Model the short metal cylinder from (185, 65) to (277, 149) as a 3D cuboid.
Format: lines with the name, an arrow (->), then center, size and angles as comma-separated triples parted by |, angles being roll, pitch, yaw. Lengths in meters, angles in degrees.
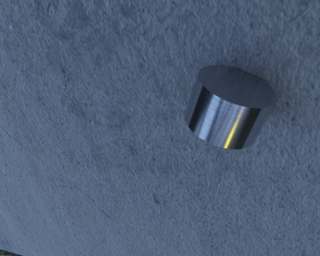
short metal cylinder -> 0.071, -0.023, 0.319 | 0.080, 0.080, 0.050 | 25, 127, 12
